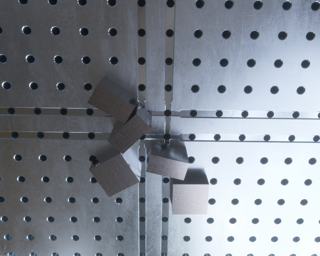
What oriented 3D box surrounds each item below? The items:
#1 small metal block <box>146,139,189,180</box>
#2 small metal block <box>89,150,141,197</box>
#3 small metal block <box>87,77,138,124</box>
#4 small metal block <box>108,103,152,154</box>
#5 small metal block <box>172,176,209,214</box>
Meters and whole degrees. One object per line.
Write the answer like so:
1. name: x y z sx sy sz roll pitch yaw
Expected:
1. small metal block: 0.009 0.042 0.416 0.050 0.050 0.025 14 110 -6
2. small metal block: -0.062 0.061 0.435 0.050 0.025 0.050 -28 108 9
3. small metal block: -0.057 -0.036 0.386 0.050 0.050 0.025 29 107 -11
4. small metal block: -0.037 -0.001 0.399 0.050 0.050 0.025 -43 105 14
5. small metal block: 0.043 0.097 0.450 0.050 0.025 0.050 0 110 -1
